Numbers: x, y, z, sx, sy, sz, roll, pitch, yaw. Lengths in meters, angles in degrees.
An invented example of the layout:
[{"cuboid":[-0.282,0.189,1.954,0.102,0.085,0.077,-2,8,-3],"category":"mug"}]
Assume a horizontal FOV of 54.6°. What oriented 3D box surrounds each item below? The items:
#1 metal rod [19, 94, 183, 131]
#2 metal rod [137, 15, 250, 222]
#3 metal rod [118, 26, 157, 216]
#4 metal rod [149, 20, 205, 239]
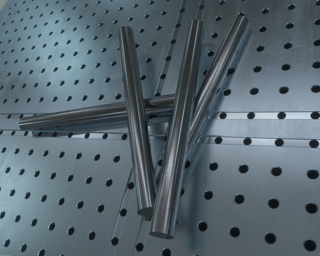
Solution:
[{"cuboid":[-0.098,-0.021,0.474,0.300,0.025,0.025,-6,59,25],"category":"metal rod"},{"cuboid":[0.050,-0.023,0.396,0.025,0.025,0.300,15,69,34],"category":"metal rod"},{"cuboid":[-0.033,-0.033,0.413,0.025,0.025,0.300,-21,54,15],"category":"metal rod"},{"cuboid":[0.028,-0.022,0.375,0.025,0.025,0.300,-5,55,26],"category":"metal rod"}]
